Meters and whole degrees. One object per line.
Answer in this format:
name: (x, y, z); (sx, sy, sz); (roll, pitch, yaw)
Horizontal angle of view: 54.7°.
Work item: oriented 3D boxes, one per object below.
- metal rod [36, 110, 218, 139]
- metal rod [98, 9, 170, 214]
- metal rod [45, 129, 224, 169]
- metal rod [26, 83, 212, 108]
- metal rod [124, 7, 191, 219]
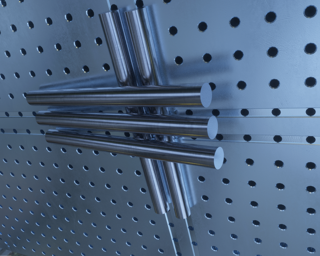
metal rod: (-0.067, -0.008, 0.413); (0.300, 0.025, 0.025); (4, 121, 35)
metal rod: (-0.028, -0.004, 0.422); (0.025, 0.025, 0.298); (1, 119, 27)
metal rod: (-0.057, 0.023, 0.427); (0.300, 0.025, 0.025); (5, 121, 35)
metal rod: (-0.076, -0.040, 0.398); (0.300, 0.025, 0.025); (3, 120, 35)
metal rod: (0.003, -0.001, 0.408); (0.025, 0.025, 0.298); (1, 119, 27)
